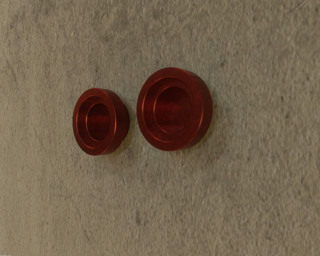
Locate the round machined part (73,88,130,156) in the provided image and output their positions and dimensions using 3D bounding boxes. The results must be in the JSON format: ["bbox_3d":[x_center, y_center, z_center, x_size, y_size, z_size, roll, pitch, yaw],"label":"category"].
[{"bbox_3d":[-0.083,-0.009,0.460,0.098,0.042,0.097,0,90,39],"label":"round machined part"}]

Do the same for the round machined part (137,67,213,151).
[{"bbox_3d":[0.021,-0.022,0.375,0.098,0.042,0.097,0,90,39],"label":"round machined part"}]
